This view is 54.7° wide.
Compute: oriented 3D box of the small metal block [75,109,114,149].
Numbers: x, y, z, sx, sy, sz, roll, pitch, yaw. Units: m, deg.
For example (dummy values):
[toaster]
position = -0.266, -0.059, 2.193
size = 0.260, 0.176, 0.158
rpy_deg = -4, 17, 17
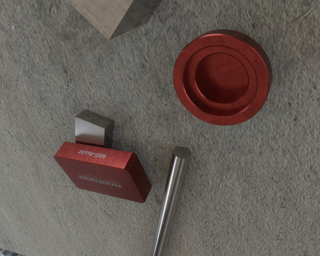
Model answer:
[small metal block]
position = -0.098, 0.006, 0.463
size = 0.050, 0.025, 0.050
rpy_deg = 21, 126, 15

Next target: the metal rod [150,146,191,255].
[metal rod]
position = 0.008, 0.153, 0.496
size = 0.025, 0.025, 0.298
rpy_deg = 21, 126, 15

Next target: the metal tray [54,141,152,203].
[metal tray]
position = -0.086, 0.068, 0.474
size = 0.130, 0.030, 0.090
rpy_deg = 7, 140, 24

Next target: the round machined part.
[round machined part]
position = 0.067, -0.055, 0.327
size = 0.098, 0.042, 0.097
rpy_deg = 13, 124, 21

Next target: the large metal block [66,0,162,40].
[large metal block]
position = -0.047, -0.143, 0.308
size = 0.080, 0.080, 0.050
rpy_deg = 43, 129, -2
